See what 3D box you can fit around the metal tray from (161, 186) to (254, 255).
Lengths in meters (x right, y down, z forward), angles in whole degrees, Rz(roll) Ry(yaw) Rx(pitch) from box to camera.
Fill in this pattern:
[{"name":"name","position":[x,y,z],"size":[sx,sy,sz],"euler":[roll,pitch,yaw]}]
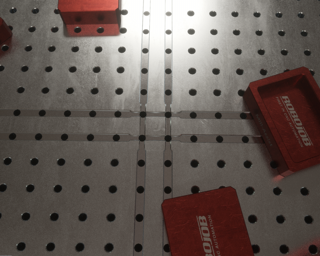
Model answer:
[{"name":"metal tray","position":[0.058,0.141,0.358],"size":[0.091,0.030,0.129],"euler":[-11,70,-4]}]

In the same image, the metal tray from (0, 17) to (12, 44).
[{"name":"metal tray","position":[-0.301,-0.133,0.453],"size":[0.090,0.030,0.130],"euler":[41,75,13]}]

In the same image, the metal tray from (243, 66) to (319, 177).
[{"name":"metal tray","position":[0.180,-0.011,0.415],"size":[0.091,0.030,0.130],"euler":[-17,71,-7]}]

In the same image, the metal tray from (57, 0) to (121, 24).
[{"name":"metal tray","position":[-0.108,-0.228,0.491],"size":[0.091,0.030,0.130],"euler":[-1,70,-1]}]
